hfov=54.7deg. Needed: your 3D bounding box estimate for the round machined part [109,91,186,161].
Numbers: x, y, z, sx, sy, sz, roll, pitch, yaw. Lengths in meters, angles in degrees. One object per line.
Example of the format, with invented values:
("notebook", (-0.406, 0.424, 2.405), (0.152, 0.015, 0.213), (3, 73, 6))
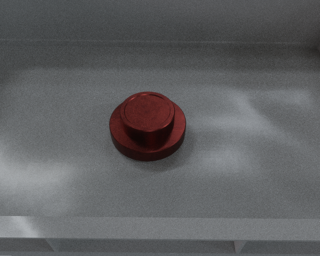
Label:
("round machined part", (-0.016, -0.009, 0.397), (0.099, 0.042, 0.098), (0, 50, 0))
